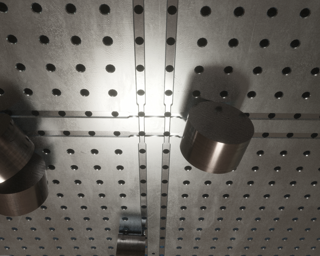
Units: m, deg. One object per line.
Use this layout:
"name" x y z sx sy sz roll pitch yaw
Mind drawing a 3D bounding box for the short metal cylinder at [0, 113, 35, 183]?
"short metal cylinder" -0.211 0.026 0.395 0.080 0.080 0.050 -16 129 12

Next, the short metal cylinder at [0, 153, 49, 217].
"short metal cylinder" -0.202 0.076 0.438 0.081 0.080 0.050 5 130 -5

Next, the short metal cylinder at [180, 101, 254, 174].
"short metal cylinder" 0.069 0.010 0.386 0.081 0.080 0.050 7 130 -7

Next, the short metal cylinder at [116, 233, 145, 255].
"short metal cylinder" -0.056 0.238 0.578 0.050 0.080 0.079 5 130 -5
